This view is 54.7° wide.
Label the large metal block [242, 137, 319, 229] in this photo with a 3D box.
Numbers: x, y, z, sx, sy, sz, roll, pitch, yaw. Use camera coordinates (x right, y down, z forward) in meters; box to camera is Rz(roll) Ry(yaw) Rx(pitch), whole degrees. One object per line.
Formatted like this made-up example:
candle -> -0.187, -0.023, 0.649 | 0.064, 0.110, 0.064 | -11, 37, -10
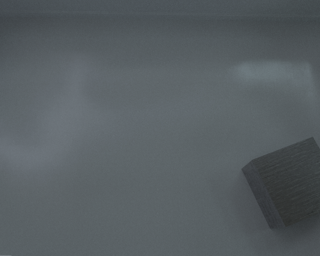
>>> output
large metal block -> 0.159, 0.067, 0.374 | 0.081, 0.050, 0.080 | -20, 71, -7
